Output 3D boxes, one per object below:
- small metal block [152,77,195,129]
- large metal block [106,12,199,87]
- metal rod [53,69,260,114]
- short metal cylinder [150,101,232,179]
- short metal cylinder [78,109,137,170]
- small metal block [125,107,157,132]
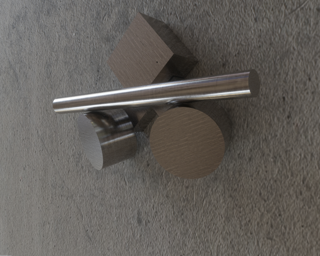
[{"bbox_3d":[0.024,-0.027,0.386,0.050,0.025,0.050,-51,61,28],"label":"small metal block"},{"bbox_3d":[-0.012,-0.085,0.397,0.080,0.050,0.080,-50,61,28],"label":"large metal block"},{"bbox_3d":[-0.033,-0.036,0.366,0.300,0.025,0.025,-1,89,40],"label":"metal rod"},{"bbox_3d":[0.035,0.009,0.343,0.080,0.050,0.079,7,110,19],"label":"short metal cylinder"},{"bbox_3d":[-0.075,0.012,0.433,0.080,0.050,0.079,35,135,45],"label":"short metal cylinder"},{"bbox_3d":[-0.031,-0.030,0.432,0.050,0.025,0.050,-50,61,27],"label":"small metal block"}]
